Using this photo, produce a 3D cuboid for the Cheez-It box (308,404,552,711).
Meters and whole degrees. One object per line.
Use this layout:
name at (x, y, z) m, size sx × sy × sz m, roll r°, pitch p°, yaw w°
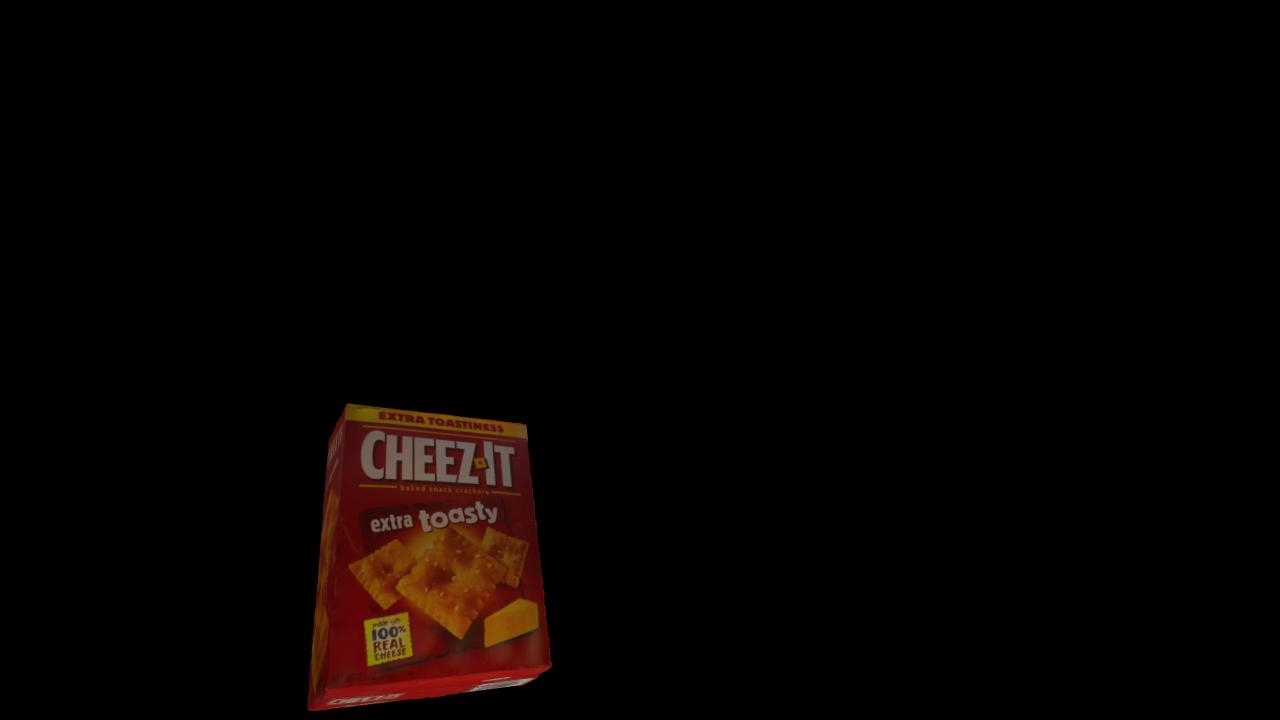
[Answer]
Cheez-It box at (-0.170, 0.153, 0.510) m, size 0.166 × 0.223 × 0.071 m, roll 13°, pitch -42°, yaw -33°
